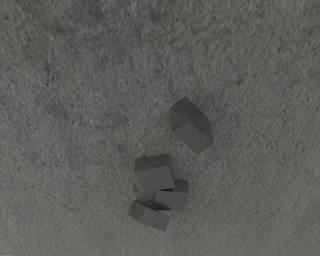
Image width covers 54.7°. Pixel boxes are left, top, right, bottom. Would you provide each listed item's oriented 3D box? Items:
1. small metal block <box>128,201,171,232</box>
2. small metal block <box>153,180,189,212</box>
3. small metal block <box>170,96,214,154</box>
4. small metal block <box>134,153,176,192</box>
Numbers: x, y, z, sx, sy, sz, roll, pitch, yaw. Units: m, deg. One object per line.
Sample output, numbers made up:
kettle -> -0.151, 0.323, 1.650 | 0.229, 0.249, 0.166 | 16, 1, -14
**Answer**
small metal block -> -0.018, 0.146, 0.514 | 0.050, 0.025, 0.050 | 29, 167, -23
small metal block -> 0.016, 0.108, 0.500 | 0.050, 0.025, 0.050 | 6, 130, -6
small metal block -> 0.040, -0.003, 0.389 | 0.025, 0.050, 0.050 | -35, 123, 25
small metal block -> -0.007, 0.068, 0.465 | 0.050, 0.025, 0.050 | -11, 129, 8
